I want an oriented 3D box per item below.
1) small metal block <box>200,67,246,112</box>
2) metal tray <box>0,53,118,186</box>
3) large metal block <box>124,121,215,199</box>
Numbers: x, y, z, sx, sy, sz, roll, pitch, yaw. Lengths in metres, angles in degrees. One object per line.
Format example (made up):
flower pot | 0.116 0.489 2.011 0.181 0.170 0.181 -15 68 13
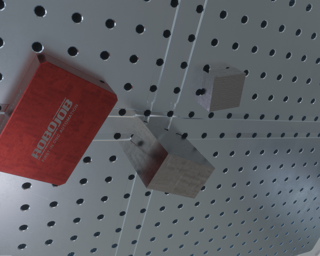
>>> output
small metal block | 0.085 -0.053 0.425 0.050 0.025 0.050 -11 123 -23
metal tray | -0.119 -0.004 0.341 0.090 0.030 0.129 25 105 -37
large metal block | 0.011 0.042 0.407 0.080 0.080 0.050 21 107 -36
